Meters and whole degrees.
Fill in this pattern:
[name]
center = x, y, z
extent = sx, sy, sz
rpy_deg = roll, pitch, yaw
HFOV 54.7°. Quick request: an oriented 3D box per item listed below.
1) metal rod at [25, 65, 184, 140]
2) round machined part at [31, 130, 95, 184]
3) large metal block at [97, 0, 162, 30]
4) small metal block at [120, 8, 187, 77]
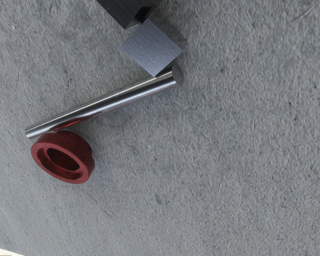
[metal rod]
center = -0.098, -0.027, 0.442
extent = 0.300, 0.025, 0.025
rpy_deg = -16, 110, 34
[round machined part]
center = -0.147, 0.042, 0.490
extent = 0.098, 0.042, 0.097
rpy_deg = 13, 137, 12
[large metal block]
center = -0.030, -0.161, 0.307
extent = 0.080, 0.050, 0.080
rpy_deg = 46, 129, -4
[small metal block]
center = -0.007, -0.093, 0.345
extent = 0.050, 0.025, 0.050
rpy_deg = 39, 131, -19
